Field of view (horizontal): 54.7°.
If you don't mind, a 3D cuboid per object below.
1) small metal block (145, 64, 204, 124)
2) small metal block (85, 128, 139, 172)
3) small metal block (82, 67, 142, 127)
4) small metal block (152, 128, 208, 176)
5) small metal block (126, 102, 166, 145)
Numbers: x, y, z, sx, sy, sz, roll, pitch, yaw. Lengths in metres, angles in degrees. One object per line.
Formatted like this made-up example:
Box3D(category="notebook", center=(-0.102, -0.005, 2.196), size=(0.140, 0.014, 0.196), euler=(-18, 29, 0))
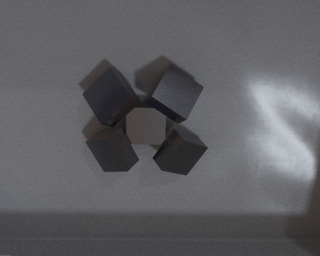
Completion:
Box3D(category="small metal block", center=(0.018, -0.041, 0.381), size=(0.050, 0.025, 0.050), euler=(33, 69, -12))
Box3D(category="small metal block", center=(-0.063, 0.030, 0.407), size=(0.050, 0.025, 0.050), euler=(-9, 116, 44))
Box3D(category="small metal block", center=(-0.060, -0.037, 0.381), size=(0.050, 0.025, 0.050), euler=(-41, 68, 14))
Box3D(category="small metal block", center=(0.027, 0.033, 0.410), size=(0.050, 0.025, 0.050), euler=(19, 113, -44))
Box3D(category="small metal block", center=(-0.018, -0.006, 0.406), size=(0.050, 0.025, 0.050), euler=(1, 110, -1))
